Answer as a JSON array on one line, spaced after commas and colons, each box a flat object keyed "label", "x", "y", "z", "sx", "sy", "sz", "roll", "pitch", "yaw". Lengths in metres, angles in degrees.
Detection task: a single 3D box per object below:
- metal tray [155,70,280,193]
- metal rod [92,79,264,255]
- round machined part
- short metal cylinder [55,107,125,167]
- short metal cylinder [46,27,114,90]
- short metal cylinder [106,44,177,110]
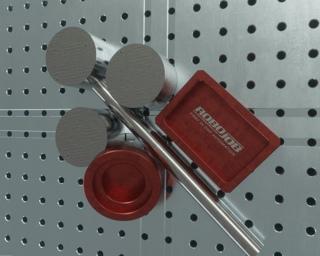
[{"label": "metal tray", "x": 0.069, "y": 0.003, "z": 0.384, "sx": 0.130, "sy": 0.030, "sz": 0.090, "roll": 45, "pitch": 104, "yaw": 14}, {"label": "metal rod", "x": 0.014, "y": 0.043, "z": 0.408, "sx": 0.300, "sy": 0.025, "sz": 0.025, "roll": 46, "pitch": 104, "yaw": 14}, {"label": "round machined part", "x": -0.047, "y": 0.068, "z": 0.409, "sx": 0.099, "sy": 0.042, "sz": 0.097, "roll": 0, "pitch": 105, "yaw": 1}, {"label": "short metal cylinder", "x": -0.097, "y": 0.012, "z": 0.433, "sx": 0.080, "sy": 0.050, "sz": 0.080, "roll": 0, "pitch": 90, "yaw": 20}, {"label": "short metal cylinder", "x": -0.112, "y": -0.096, "z": 0.439, "sx": 0.080, "sy": 0.050, "sz": 0.080, "roll": 0, "pitch": 90, "yaw": 20}, {"label": "short metal cylinder", "x": -0.023, "y": -0.065, "z": 0.407, "sx": 0.080, "sy": 0.050, "sz": 0.080, "roll": 0, "pitch": 90, "yaw": 20}]
